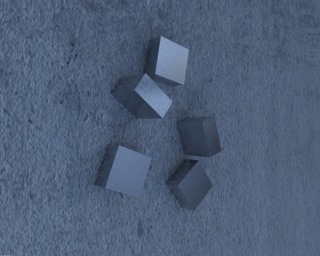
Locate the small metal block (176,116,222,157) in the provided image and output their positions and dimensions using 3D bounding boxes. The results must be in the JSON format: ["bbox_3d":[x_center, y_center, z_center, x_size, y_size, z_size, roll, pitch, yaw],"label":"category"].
[{"bbox_3d":[0.054,0.011,0.433,0.025,0.050,0.050,-23,105,-38],"label":"small metal block"}]

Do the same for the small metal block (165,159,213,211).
[{"bbox_3d":[0.043,0.080,0.440,0.050,0.025,0.050,-46,117,-30],"label":"small metal block"}]

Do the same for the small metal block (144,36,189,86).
[{"bbox_3d":[0.009,-0.087,0.411,0.050,0.025,0.050,14,81,-39],"label":"small metal block"}]

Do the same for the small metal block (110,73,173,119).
[{"bbox_3d":[-0.022,-0.036,0.369,0.050,0.050,0.025,44,63,-31],"label":"small metal block"}]

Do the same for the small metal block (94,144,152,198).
[{"bbox_3d":[-0.043,0.051,0.368,0.050,0.025,0.050,26,74,-37],"label":"small metal block"}]
